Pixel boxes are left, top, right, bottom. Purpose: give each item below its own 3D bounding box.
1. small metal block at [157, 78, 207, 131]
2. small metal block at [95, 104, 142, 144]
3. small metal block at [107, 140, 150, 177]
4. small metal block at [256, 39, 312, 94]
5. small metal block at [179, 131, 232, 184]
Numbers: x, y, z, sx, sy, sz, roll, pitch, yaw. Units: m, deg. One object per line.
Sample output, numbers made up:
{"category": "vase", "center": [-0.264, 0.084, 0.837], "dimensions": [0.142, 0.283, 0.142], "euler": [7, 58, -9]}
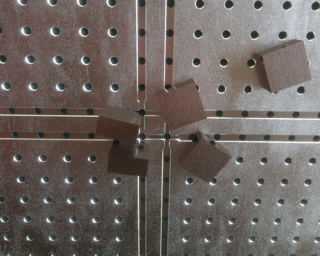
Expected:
{"category": "small metal block", "center": [0.028, -0.030, 0.403], "dimensions": [0.050, 0.025, 0.050], "euler": [-20, 109, 6]}
{"category": "small metal block", "center": [-0.052, -0.006, 0.397], "dimensions": [0.050, 0.050, 0.025], "euler": [13, 110, -5]}
{"category": "small metal block", "center": [-0.041, 0.039, 0.414], "dimensions": [0.050, 0.050, 0.025], "euler": [7, 110, -3]}
{"category": "small metal block", "center": [0.154, -0.077, 0.387], "dimensions": [0.050, 0.025, 0.050], "euler": [-19, 109, 6]}
{"category": "small metal block", "center": [0.062, 0.041, 0.430], "dimensions": [0.050, 0.025, 0.050], "euler": [33, 106, -12]}
